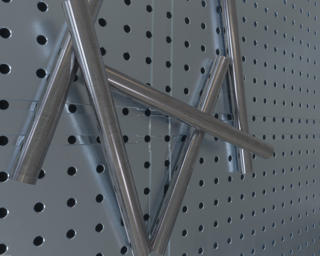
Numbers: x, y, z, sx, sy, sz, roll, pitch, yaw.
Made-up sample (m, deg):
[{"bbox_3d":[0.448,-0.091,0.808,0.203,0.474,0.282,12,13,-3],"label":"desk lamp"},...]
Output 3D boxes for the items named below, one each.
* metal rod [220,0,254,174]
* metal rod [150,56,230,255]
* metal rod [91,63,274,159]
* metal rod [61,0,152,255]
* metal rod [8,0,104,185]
[{"bbox_3d":[0.127,-0.072,0.513,0.025,0.025,0.298,-13,99,-39],"label":"metal rod"},{"bbox_3d":[0.046,0.027,0.446,0.025,0.025,0.300,34,69,-35],"label":"metal rod"},{"bbox_3d":[0.049,-0.013,0.420,0.302,0.025,0.025,23,76,-29],"label":"metal rod"},{"bbox_3d":[-0.053,0.016,0.344,0.025,0.025,0.298,-26,112,-37],"label":"metal rod"},{"bbox_3d":[-0.092,-0.089,0.331,0.025,0.025,0.299,26,74,-37],"label":"metal rod"}]
